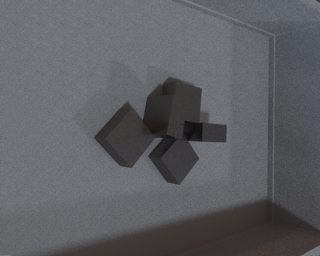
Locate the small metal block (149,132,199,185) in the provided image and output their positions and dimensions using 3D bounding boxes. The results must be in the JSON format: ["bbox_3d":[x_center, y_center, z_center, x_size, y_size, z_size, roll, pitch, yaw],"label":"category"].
[{"bbox_3d":[0.020,0.041,0.423,0.050,0.025,0.050,-48,119,-29],"label":"small metal block"}]

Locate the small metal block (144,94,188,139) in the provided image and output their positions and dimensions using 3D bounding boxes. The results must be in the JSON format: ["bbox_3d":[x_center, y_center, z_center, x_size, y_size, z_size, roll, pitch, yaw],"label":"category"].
[{"bbox_3d":[0.005,-0.014,0.394,0.025,0.050,0.050,16,80,-39],"label":"small metal block"}]

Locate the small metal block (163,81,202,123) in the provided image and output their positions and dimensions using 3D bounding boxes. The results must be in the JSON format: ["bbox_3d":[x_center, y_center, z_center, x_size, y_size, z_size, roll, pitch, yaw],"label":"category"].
[{"bbox_3d":[0.030,-0.034,0.432,0.050,0.025,0.050,8,85,-40],"label":"small metal block"}]

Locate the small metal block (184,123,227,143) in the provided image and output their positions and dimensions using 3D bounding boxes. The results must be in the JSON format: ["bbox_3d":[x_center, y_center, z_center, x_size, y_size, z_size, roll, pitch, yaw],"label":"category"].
[{"bbox_3d":[0.058,0.007,0.439,0.050,0.050,0.025,4,88,-40],"label":"small metal block"}]

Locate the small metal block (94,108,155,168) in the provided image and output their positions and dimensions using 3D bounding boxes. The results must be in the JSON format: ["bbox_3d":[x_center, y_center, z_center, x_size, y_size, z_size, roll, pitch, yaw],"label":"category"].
[{"bbox_3d":[-0.041,0.012,0.372,0.050,0.025,0.050,-53,121,-27],"label":"small metal block"}]
